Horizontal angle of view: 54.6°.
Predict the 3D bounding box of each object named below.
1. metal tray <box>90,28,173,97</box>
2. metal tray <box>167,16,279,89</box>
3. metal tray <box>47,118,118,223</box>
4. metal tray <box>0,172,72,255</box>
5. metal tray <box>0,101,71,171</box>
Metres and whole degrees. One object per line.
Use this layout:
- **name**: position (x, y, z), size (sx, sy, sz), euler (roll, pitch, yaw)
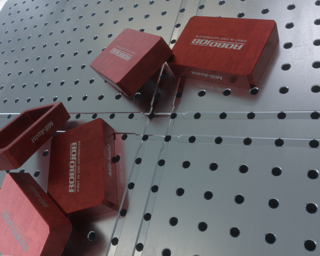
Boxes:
- **metal tray**: position (-0.049, -0.105, 0.475), size (0.090, 0.030, 0.130), euler (-47, 36, -5)
- **metal tray**: position (0.084, -0.109, 0.429), size (0.130, 0.030, 0.090), euler (18, 71, 35)
- **metal tray**: position (-0.108, 0.058, 0.428), size (0.090, 0.030, 0.130), euler (-20, 54, 16)
- **metal tray**: position (-0.172, 0.126, 0.398), size (0.130, 0.030, 0.090), euler (31, 101, 38)
- **metal tray**: position (-0.208, 0.011, 0.469), size (0.090, 0.030, 0.130), euler (-8, 31, 29)
